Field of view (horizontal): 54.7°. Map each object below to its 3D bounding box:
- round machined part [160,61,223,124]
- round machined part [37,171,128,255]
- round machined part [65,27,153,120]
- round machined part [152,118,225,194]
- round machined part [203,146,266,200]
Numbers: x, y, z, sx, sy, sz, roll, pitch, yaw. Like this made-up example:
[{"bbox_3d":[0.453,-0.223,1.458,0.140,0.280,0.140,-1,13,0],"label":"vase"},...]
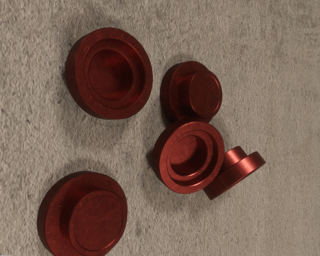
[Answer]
[{"bbox_3d":[0.051,-0.046,0.439,0.099,0.042,0.097,0,90,-40],"label":"round machined part"},{"bbox_3d":[-0.075,0.097,0.333,0.099,0.042,0.097,0,90,-40],"label":"round machined part"},{"bbox_3d":[-0.059,-0.058,0.346,0.099,0.042,0.097,0,90,-40],"label":"round machined part"},{"bbox_3d":[0.033,0.034,0.411,0.099,0.042,0.097,-8,107,-25],"label":"round machined part"},{"bbox_3d":[0.103,0.062,0.459,0.099,0.097,0.042,-20,68,-38],"label":"round machined part"}]
